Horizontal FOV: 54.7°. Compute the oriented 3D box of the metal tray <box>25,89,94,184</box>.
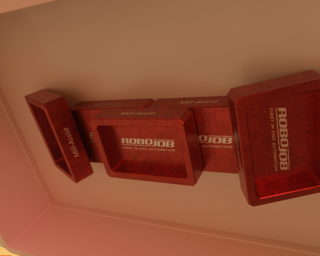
[{"bbox_3d":[-0.152,0.011,0.467,0.090,0.030,0.129,19,131,49],"label":"metal tray"}]

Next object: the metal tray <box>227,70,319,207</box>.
[{"bbox_3d":[0.126,0.014,0.321,0.090,0.030,0.129,-13,115,3],"label":"metal tray"}]

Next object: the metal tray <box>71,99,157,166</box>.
[{"bbox_3d":[-0.061,0.007,0.441,0.130,0.030,0.089,0,119,28],"label":"metal tray"}]

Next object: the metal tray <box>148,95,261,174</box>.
[{"bbox_3d":[0.055,0.009,0.381,0.130,0.030,0.089,0,119,28],"label":"metal tray"}]

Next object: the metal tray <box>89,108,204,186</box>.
[{"bbox_3d":[-0.017,0.022,0.387,0.130,0.030,0.089,1,118,28],"label":"metal tray"}]
